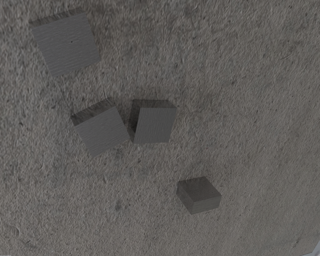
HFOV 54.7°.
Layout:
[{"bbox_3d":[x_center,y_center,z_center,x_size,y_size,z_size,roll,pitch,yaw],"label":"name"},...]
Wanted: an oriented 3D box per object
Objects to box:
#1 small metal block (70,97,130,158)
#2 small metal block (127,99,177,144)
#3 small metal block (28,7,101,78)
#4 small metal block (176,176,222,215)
[{"bbox_3d":[-0.070,-0.001,0.368,0.050,0.025,0.050,-28,128,-11],"label":"small metal block"},{"bbox_3d":[-0.011,-0.008,0.395,0.050,0.025,0.050,-1,119,-28],"label":"small metal block"},{"bbox_3d":[-0.092,-0.084,0.304,0.050,0.025,0.050,-23,127,-14],"label":"small metal block"},{"bbox_3d":[0.060,0.105,0.489,0.050,0.050,0.025,-7,121,-25],"label":"small metal block"}]
